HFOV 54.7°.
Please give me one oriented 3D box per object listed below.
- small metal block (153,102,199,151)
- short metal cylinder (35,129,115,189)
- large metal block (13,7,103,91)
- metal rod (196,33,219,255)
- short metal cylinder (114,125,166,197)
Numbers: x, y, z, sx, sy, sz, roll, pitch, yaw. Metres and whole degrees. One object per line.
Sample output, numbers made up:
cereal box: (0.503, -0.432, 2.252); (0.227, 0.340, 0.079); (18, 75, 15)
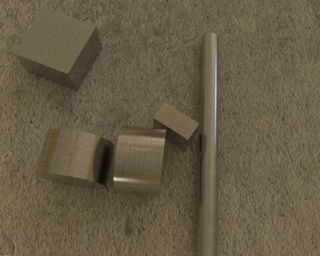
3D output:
small metal block: (0.019, -0.001, 0.395); (0.050, 0.050, 0.025); (33, 73, 11)
short metal cylinder: (-0.098, 0.038, 0.364); (0.080, 0.080, 0.050); (8, 70, 2)
large metal block: (-0.139, -0.109, 0.433); (0.080, 0.050, 0.080); (21, 71, 7)
metal rod: (0.064, 0.007, 0.406); (0.025, 0.025, 0.299); (4, 70, 1)
short metal cylinder: (-0.021, 0.038, 0.365); (0.050, 0.080, 0.080); (6, 70, 2)
